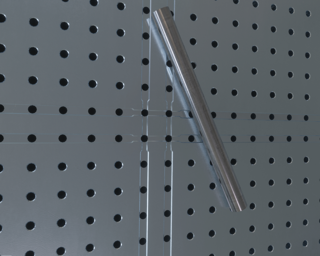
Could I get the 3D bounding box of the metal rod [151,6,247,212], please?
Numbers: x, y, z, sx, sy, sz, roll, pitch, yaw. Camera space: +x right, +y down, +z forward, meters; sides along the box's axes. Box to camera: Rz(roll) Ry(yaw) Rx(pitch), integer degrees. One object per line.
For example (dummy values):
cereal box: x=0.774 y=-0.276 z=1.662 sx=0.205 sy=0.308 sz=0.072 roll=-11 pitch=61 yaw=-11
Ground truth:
metal rod: x=0.058 y=-0.020 z=0.433 sx=0.025 sy=0.025 sz=0.299 roll=-26 pitch=99 yaw=-18
